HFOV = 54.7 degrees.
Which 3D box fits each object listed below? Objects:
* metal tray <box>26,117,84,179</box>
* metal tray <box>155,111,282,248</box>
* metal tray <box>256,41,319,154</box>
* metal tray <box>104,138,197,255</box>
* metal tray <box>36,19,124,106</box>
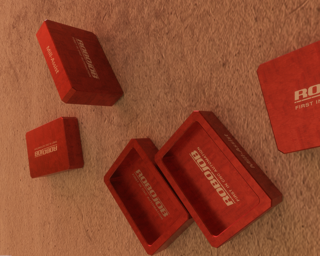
[{"bbox_3d":[-0.194,0.038,0.562,0.130,0.030,0.090,-17,79,38],"label":"metal tray"},{"bbox_3d":[0.059,0.055,0.352,0.090,0.030,0.130,-50,61,28],"label":"metal tray"},{"bbox_3d":[0.160,-0.034,0.269,0.130,0.030,0.090,-19,78,38],"label":"metal tray"},{"bbox_3d":[-0.015,0.088,0.414,0.130,0.030,0.090,52,120,27],"label":"metal tray"},{"bbox_3d":[-0.119,-0.095,0.460,0.030,0.091,0.130,-41,65,33],"label":"metal tray"}]
